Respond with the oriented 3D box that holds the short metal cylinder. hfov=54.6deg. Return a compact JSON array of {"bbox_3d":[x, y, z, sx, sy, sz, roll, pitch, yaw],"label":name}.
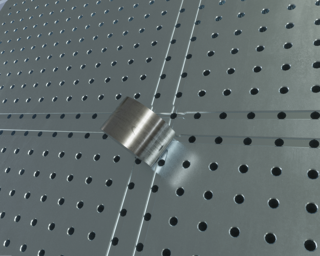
[{"bbox_3d":[-0.027,0.006,0.385,0.080,0.080,0.050,30,79,38],"label":"short metal cylinder"}]
